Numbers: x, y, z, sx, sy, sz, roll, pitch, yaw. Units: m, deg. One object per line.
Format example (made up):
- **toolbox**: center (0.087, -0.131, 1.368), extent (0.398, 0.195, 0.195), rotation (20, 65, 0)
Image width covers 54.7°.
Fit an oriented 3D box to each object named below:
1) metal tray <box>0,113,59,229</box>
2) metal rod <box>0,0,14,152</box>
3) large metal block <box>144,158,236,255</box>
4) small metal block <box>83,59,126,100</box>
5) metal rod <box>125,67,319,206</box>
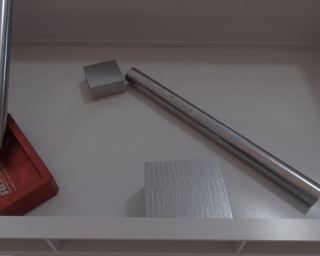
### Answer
- **metal tray**: center (-0.190, 0.047, 0.359), extent (0.091, 0.030, 0.130), rotation (-32, 57, -24)
- **metal rod**: center (-0.209, -0.117, 0.406), extent (0.025, 0.025, 0.299), rotation (-4, 73, -4)
- **large metal block**: center (0.026, 0.080, 0.322), extent (0.081, 0.050, 0.080), rotation (-3, 50, -3)
- **small metal block**: center (-0.084, -0.073, 0.465), extent (0.050, 0.025, 0.050), rotation (-16, 52, -14)
- **metal rod**: center (0.066, -0.002, 0.407), extent (0.300, 0.025, 0.025), rotation (36, 58, 26)
